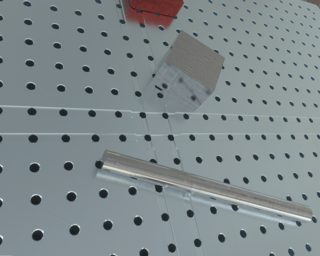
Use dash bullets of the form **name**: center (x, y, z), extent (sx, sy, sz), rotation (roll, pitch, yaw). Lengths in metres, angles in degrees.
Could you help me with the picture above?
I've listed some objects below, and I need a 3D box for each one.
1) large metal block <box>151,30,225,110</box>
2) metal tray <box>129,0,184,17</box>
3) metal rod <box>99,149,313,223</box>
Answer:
- **large metal block**: center (0.044, -0.088, 0.469), extent (0.080, 0.050, 0.080), rotation (30, 52, -9)
- **metal tray**: center (-0.016, -0.264, 0.557), extent (0.091, 0.030, 0.130), rotation (1, 61, -28)
- **metal rod**: center (0.072, 0.080, 0.397), extent (0.302, 0.025, 0.025), rotation (18, 55, -18)
